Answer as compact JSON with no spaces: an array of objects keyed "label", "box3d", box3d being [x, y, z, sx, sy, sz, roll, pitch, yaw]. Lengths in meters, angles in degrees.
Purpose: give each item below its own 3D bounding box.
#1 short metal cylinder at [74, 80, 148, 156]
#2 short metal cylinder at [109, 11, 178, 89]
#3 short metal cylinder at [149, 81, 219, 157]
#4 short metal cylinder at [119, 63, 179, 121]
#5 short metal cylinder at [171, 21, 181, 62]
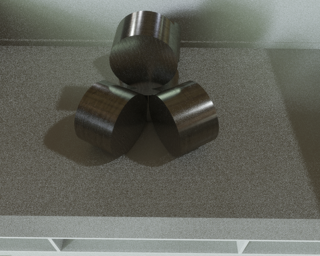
[{"label":"short metal cylinder","box3d":[-0.057,-0.012,0.377,0.050,0.080,0.080,23,54,18]},{"label":"short metal cylinder","box3d":[-0.018,-0.094,0.381,0.080,0.080,0.050,2,50,2]},{"label":"short metal cylinder","box3d":[0.027,-0.012,0.377,0.050,0.080,0.080,-23,54,-17]},{"label":"short metal cylinder","box3d":[-0.015,-0.056,0.432,0.080,0.050,0.080,0,50,0]},{"label":"short metal cylinder","box3d":[-0.009,-0.128,0.466,0.080,0.080,0.050,3,93,2]}]
